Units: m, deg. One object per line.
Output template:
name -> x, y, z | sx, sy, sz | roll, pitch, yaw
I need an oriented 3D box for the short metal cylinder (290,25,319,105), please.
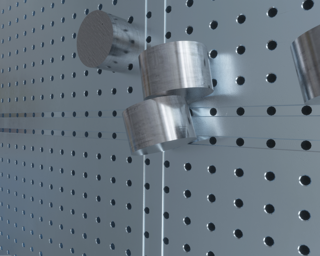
short metal cylinder -> 0.152, -0.053, 0.247 | 0.080, 0.081, 0.050 | -17, 80, 38

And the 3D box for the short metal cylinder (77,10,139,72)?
short metal cylinder -> -0.077, -0.125, 0.454 | 0.080, 0.050, 0.079 | 0, 90, 39

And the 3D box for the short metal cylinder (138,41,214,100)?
short metal cylinder -> 0.018, -0.061, 0.357 | 0.080, 0.081, 0.050 | -12, 83, 39

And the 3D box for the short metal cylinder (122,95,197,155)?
short metal cylinder -> -0.001, -0.001, 0.372 | 0.080, 0.081, 0.050 | -22, 76, 37
